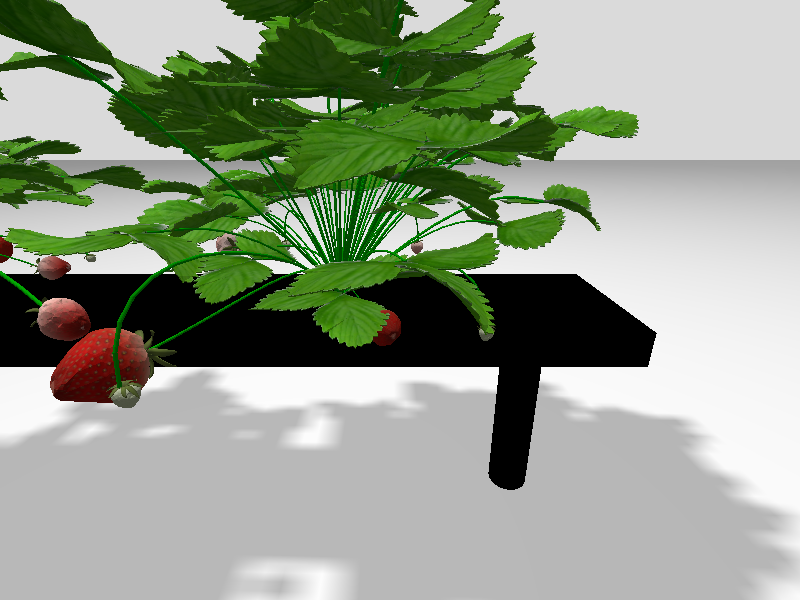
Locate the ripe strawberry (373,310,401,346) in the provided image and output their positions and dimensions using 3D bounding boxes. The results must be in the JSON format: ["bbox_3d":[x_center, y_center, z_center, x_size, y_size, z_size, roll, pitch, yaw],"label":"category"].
[{"bbox_3d":[-0.009,0.020,0.279,0.024,0.025,0.026,-10,24,-23],"label":"ripe strawberry"}]

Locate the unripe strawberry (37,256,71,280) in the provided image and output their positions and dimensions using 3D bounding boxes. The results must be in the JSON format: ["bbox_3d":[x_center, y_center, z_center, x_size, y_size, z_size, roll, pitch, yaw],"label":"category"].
[{"bbox_3d":[-0.356,-0.033,0.414,0.025,0.024,0.027,-4,21,-17],"label":"unripe strawberry"}]

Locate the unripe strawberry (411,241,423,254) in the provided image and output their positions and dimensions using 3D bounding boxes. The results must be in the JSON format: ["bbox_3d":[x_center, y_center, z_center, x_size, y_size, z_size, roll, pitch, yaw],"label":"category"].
[{"bbox_3d":[0.022,-0.067,0.513,0.015,0.016,0.017,10,23,25],"label":"unripe strawberry"}]

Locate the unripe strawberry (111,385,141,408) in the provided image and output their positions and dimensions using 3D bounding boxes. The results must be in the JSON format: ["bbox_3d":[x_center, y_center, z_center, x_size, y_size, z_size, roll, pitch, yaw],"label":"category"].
[{"bbox_3d":[-0.137,0.048,0.201,0.011,0.012,0.013,9,23,23],"label":"unripe strawberry"}]

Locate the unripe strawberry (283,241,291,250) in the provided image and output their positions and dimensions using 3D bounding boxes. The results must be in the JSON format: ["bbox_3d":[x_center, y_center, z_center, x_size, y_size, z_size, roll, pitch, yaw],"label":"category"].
[{"bbox_3d":[-0.143,-0.068,0.503,0.011,0.011,0.011,-12,24,-29],"label":"unripe strawberry"}]

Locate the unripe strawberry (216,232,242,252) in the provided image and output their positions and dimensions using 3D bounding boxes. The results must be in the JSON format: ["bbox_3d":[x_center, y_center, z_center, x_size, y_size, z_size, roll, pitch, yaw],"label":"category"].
[{"bbox_3d":[-0.210,-0.067,0.489,0.033,0.034,0.030,16,26,37],"label":"unripe strawberry"}]

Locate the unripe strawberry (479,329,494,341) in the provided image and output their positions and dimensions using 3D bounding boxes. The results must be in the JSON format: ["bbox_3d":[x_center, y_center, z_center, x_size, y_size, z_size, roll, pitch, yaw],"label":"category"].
[{"bbox_3d":[0.058,0.023,0.269,0.010,0.010,0.011,19,28,40],"label":"unripe strawberry"}]

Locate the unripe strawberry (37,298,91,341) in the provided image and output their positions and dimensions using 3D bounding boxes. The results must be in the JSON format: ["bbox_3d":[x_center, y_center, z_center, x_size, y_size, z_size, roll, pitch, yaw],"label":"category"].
[{"bbox_3d":[-0.234,0.015,0.281,0.030,0.032,0.028,18,25,13],"label":"unripe strawberry"}]

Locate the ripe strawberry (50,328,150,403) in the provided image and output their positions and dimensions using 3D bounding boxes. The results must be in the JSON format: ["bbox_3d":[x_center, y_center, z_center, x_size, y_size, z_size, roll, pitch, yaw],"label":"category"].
[{"bbox_3d":[-0.160,0.037,0.214,0.041,0.043,0.044,13,25,30],"label":"ripe strawberry"}]

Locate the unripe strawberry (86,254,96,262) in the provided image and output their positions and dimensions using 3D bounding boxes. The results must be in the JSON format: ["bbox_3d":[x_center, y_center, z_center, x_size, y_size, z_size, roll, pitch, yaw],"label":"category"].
[{"bbox_3d":[-0.368,-0.049,0.477,0.010,0.010,0.009,-42,39,-21],"label":"unripe strawberry"}]

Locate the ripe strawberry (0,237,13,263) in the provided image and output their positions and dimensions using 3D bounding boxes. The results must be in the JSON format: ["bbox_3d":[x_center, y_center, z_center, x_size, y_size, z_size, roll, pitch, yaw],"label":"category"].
[{"bbox_3d":[-0.485,-0.062,0.478,0.034,0.036,0.037,4,21,9],"label":"ripe strawberry"}]
